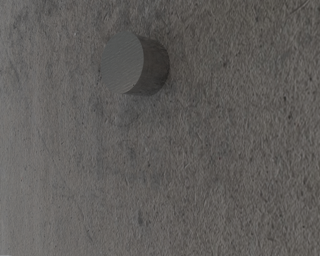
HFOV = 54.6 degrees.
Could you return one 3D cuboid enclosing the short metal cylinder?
[{"bbox_3d":[-0.034,-0.084,0.418,0.080,0.050,0.080,0,90,40],"label":"short metal cylinder"}]
